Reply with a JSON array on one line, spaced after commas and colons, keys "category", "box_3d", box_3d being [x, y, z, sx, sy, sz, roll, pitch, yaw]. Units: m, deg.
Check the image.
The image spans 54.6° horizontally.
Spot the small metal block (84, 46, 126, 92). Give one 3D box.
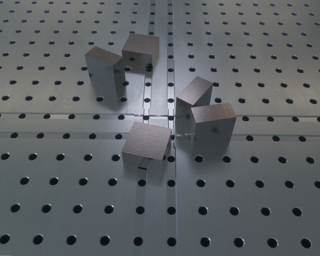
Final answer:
[{"category": "small metal block", "box_3d": [-0.081, -0.088, 0.465, 0.050, 0.050, 0.025, 25, 54, 19]}]

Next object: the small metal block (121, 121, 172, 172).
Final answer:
[{"category": "small metal block", "box_3d": [-0.015, 0.022, 0.389, 0.050, 0.025, 0.050, 12, 51, 9]}]

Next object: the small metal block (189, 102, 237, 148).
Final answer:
[{"category": "small metal block", "box_3d": [0.065, -0.003, 0.395, 0.050, 0.050, 0.025, -8, 51, -7]}]

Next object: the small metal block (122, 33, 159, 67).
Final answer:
[{"category": "small metal block", "box_3d": [-0.031, -0.131, 0.518, 0.050, 0.025, 0.050, 10, 51, 8]}]

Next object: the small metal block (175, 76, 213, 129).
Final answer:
[{"category": "small metal block", "box_3d": [0.046, -0.033, 0.420, 0.025, 0.050, 0.050, 29, 56, 22]}]
